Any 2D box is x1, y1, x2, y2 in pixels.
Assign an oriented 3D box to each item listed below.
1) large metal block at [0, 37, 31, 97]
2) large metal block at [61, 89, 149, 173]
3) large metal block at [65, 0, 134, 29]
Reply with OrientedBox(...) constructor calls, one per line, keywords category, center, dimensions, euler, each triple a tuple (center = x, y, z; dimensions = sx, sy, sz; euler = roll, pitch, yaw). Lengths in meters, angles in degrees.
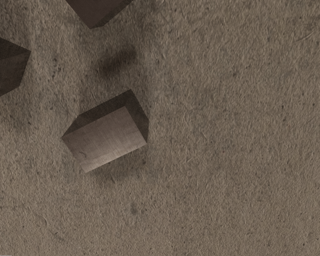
OrientedBox(category="large metal block", center=(-0.207, -0.077, 0.349), dimensions=(0.080, 0.080, 0.050), euler=(24, 108, -9))
OrientedBox(category="large metal block", center=(-0.062, 0.000, 0.380), dimensions=(0.080, 0.080, 0.050), euler=(-26, 108, 9))
OrientedBox(category="large metal block", center=(-0.053, -0.151, 0.324), dimensions=(0.080, 0.080, 0.050), euler=(-36, 106, 12))
